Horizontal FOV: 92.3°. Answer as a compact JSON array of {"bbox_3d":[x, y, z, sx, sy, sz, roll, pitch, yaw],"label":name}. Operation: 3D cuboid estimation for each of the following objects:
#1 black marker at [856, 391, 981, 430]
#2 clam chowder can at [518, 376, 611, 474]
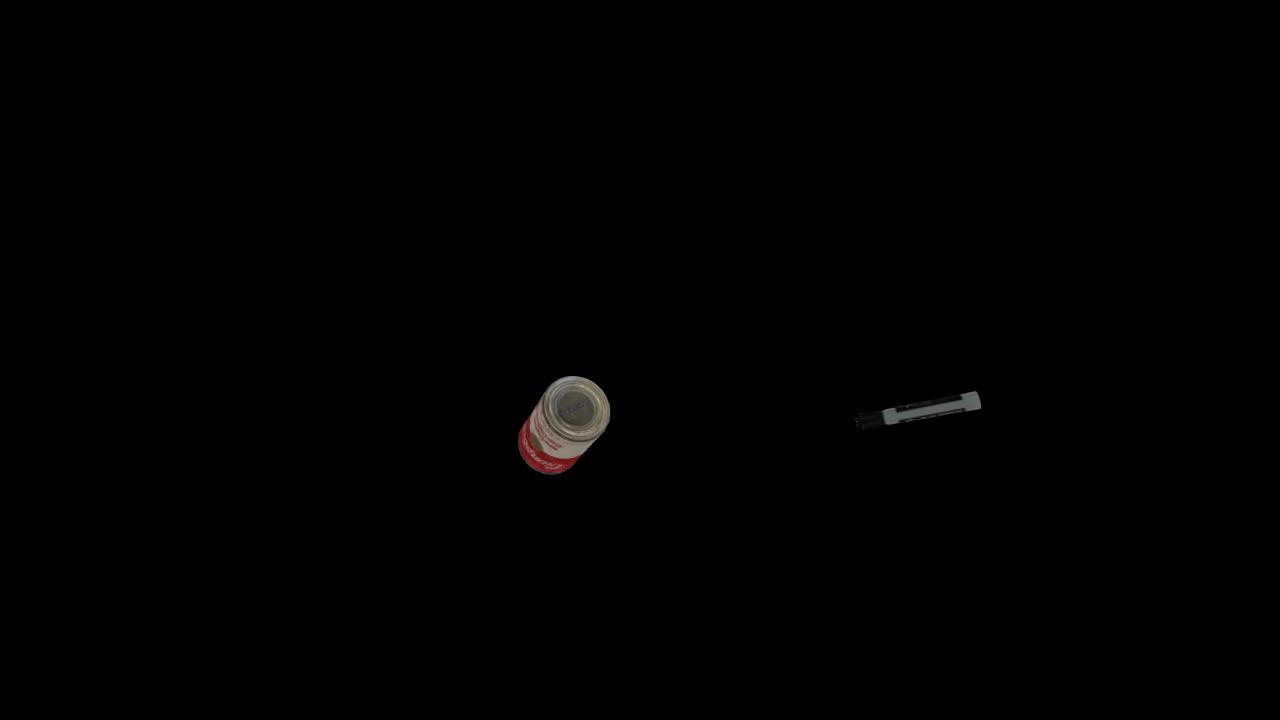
[{"bbox_3d":[0.289,0.054,0.646,0.121,0.020,0.020,-14,-4,19],"label":"black marker"},{"bbox_3d":[-0.076,0.065,0.606,0.068,0.068,0.102,0,-27,-26],"label":"clam chowder can"}]
